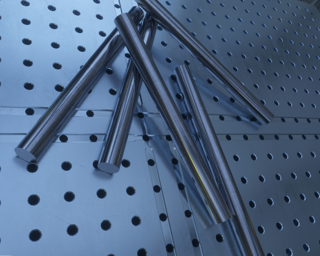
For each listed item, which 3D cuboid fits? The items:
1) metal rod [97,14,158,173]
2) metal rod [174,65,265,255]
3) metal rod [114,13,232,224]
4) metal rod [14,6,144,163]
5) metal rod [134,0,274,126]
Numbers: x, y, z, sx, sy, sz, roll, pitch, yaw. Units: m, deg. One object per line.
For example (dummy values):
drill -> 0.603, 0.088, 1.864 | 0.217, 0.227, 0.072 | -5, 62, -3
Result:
metal rod -> -0.035, -0.075, 0.436 | 0.025, 0.025, 0.300 | 22, 53, -15
metal rod -> 0.076, 0.040, 0.426 | 0.025, 0.025, 0.299 | -4, 64, -31
metal rod -> 0.013, -0.019, 0.406 | 0.025, 0.025, 0.299 | -20, 79, -36
metal rod -> -0.087, -0.079, 0.410 | 0.025, 0.025, 0.301 | 32, 51, -8
metal rod -> 0.071, -0.114, 0.497 | 0.300, 0.025, 0.025 | 43, 51, -7
